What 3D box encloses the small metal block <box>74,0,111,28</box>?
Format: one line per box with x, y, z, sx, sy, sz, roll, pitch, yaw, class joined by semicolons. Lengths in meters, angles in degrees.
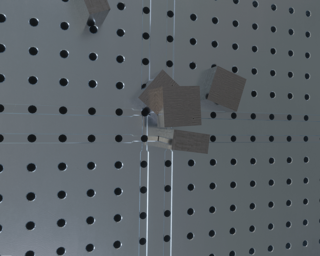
-0.084;-0.154;0.368;0.025;0.050;0.050;-23;98;-18;small metal block

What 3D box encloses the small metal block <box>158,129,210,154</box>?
0.031;0.017;0.410;0.050;0.050;0.025;8;88;-20;small metal block

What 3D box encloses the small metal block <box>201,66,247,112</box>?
0.090;-0.055;0.445;0.050;0.025;0.050;20;83;-19;small metal block

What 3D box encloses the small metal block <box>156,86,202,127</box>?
0.023;-0.027;0.394;0.050;0.025;0.050;-4;92;-20;small metal block

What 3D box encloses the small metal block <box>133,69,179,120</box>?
0.002;-0.041;0.413;0.050;0.025;0.050;43;77;-15;small metal block
